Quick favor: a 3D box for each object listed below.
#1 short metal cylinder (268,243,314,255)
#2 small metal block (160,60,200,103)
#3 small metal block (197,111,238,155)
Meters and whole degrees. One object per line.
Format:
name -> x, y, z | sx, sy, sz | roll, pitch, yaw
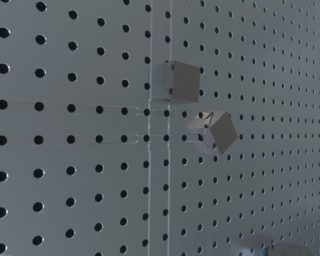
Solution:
short metal cylinder -> 0.245, 0.257, 0.580 | 0.081, 0.080, 0.050 | -8, 95, -40
small metal block -> 0.029, -0.063, 0.433 | 0.050, 0.025, 0.050 | 6, 86, -40
small metal block -> 0.091, 0.007, 0.486 | 0.050, 0.025, 0.050 | -40, 115, -33
